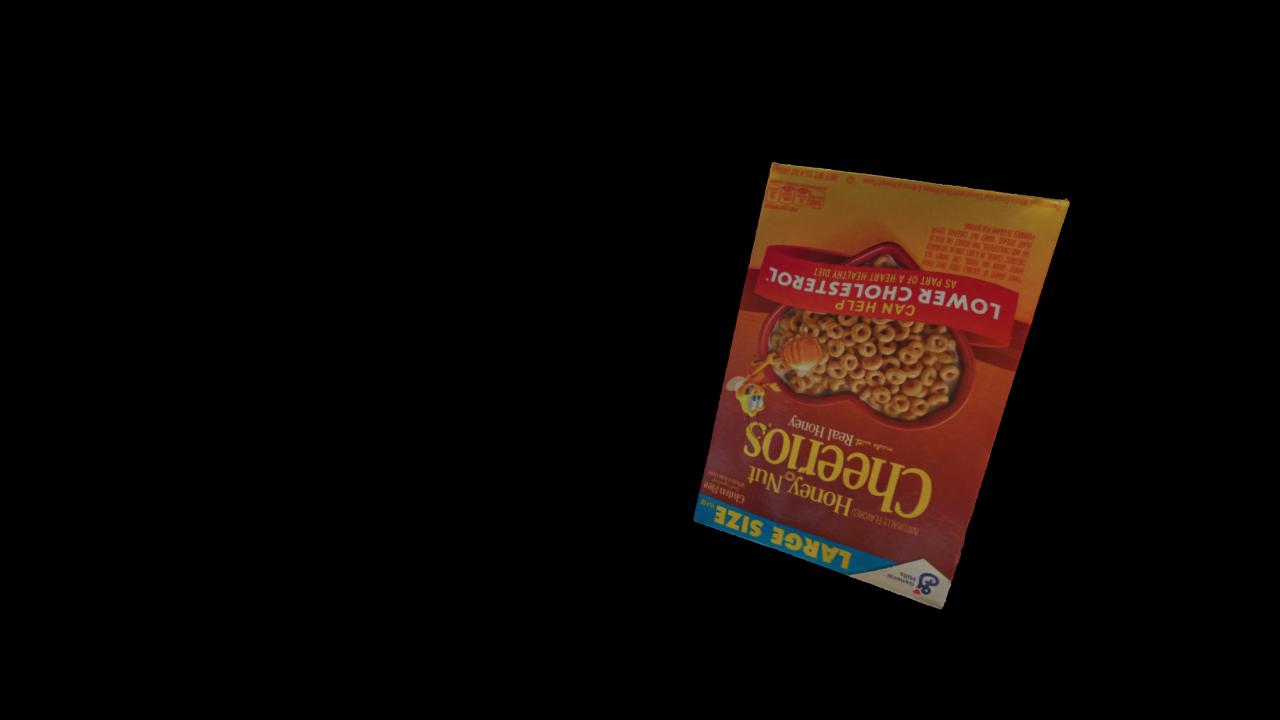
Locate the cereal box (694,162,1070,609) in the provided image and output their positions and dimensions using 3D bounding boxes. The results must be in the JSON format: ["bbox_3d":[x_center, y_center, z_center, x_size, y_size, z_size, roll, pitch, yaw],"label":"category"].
[{"bbox_3d":[0.174,0.015,0.489,0.203,0.306,0.081,16,12,22],"label":"cereal box"}]
